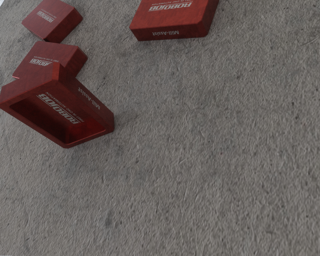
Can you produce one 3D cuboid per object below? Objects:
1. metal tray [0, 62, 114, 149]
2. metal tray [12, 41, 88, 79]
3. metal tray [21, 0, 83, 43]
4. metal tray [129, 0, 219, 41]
[{"bbox_3d":[-0.134,-0.024,0.421,0.090,0.130,0.030,-20,54,16],"label":"metal tray"},{"bbox_3d":[-0.208,-0.115,0.580,0.130,0.030,0.090,17,70,34],"label":"metal tray"},{"bbox_3d":[-0.234,-0.231,0.665,0.090,0.030,0.130,-49,52,-6],"label":"metal tray"},{"bbox_3d":[0.023,-0.189,0.504,0.130,0.030,0.090,6,65,30],"label":"metal tray"}]
